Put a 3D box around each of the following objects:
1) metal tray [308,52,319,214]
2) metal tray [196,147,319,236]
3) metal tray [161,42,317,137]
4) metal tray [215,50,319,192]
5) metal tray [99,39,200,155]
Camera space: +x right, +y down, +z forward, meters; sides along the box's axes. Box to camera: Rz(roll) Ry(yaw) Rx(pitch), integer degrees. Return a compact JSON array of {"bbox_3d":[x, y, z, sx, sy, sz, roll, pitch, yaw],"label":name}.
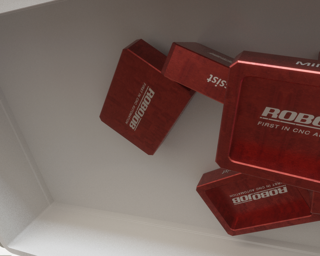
[{"bbox_3d":[0.158,0.004,0.284,0.030,0.090,0.129,3,120,22],"label":"metal tray"},{"bbox_3d":[0.123,0.085,0.392,0.130,0.030,0.090,-27,104,37],"label":"metal tray"},{"bbox_3d":[0.076,-0.043,0.296,0.130,0.090,0.030,27,112,11],"label":"metal tray"},{"bbox_3d":[0.112,0.000,0.223,0.130,0.030,0.089,12,121,17],"label":"metal tray"},{"bbox_3d":[-0.018,-0.032,0.383,0.090,0.030,0.129,36,137,4],"label":"metal tray"}]
